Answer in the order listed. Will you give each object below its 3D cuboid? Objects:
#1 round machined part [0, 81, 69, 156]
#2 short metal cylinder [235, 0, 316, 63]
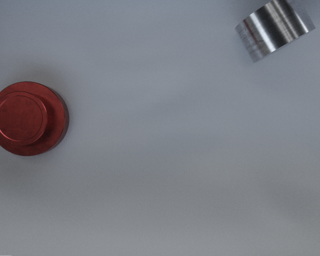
[{"bbox_3d":[-0.173,-0.012,0.401,0.099,0.042,0.097,0,90,-1],"label":"round machined part"},{"bbox_3d":[0.142,-0.123,0.386,0.080,0.080,0.050,-29,90,0],"label":"short metal cylinder"}]
